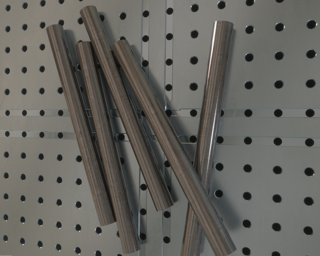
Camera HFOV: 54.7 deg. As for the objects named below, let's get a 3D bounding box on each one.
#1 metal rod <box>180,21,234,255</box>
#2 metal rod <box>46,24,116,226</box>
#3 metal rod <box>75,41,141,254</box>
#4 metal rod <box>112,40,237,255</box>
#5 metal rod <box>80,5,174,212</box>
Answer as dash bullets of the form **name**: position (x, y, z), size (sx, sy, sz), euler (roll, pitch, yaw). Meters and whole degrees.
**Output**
- **metal rod**: position (0.059, 0.018, 0.391), size (0.025, 0.025, 0.298), euler (9, 93, 19)
- **metal rod**: position (-0.115, -0.008, 0.451), size (0.025, 0.025, 0.299), euler (-19, 84, 19)
- **metal rod**: position (-0.074, 0.023, 0.437), size (0.025, 0.025, 0.298), euler (-16, 85, 19)
- **metal rod**: position (0.010, 0.013, 0.389), size (0.025, 0.025, 0.299), euler (-32, 73, 17)
- **metal rod**: position (-0.048, -0.032, 0.428), size (0.025, 0.025, 0.299), euler (-24, 82, 18)
